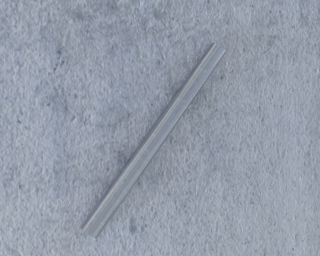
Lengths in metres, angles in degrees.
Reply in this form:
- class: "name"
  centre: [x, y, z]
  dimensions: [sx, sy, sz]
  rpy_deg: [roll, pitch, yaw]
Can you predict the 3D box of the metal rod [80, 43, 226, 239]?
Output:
- class: "metal rod"
  centre: [-0.002, 0.008, 0.409]
  dimensions: [0.025, 0.025, 0.300]
  rpy_deg: [39, 77, -16]
